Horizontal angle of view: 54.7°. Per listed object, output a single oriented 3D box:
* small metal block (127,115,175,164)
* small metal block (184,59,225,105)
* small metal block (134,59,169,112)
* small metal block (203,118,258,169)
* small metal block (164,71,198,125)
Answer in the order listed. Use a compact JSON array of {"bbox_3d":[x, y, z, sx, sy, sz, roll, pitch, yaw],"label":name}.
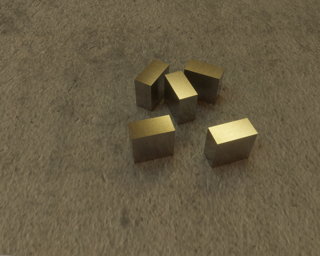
[{"bbox_3d":[-0.010,0.014,0.375,0.050,0.050,0.025,-12,51,-10],"label":"small metal block"},{"bbox_3d":[0.061,-0.065,0.443,0.050,0.050,0.025,19,53,15],"label":"small metal block"},{"bbox_3d":[-0.010,-0.060,0.437,0.025,0.050,0.050,24,54,18],"label":"small metal block"},{"bbox_3d":[0.083,0.019,0.372,0.050,0.050,0.025,-14,52,-12],"label":"small metal block"},{"bbox_3d":[0.027,-0.041,0.422,0.025,0.050,0.050,-17,52,-14],"label":"small metal block"}]
